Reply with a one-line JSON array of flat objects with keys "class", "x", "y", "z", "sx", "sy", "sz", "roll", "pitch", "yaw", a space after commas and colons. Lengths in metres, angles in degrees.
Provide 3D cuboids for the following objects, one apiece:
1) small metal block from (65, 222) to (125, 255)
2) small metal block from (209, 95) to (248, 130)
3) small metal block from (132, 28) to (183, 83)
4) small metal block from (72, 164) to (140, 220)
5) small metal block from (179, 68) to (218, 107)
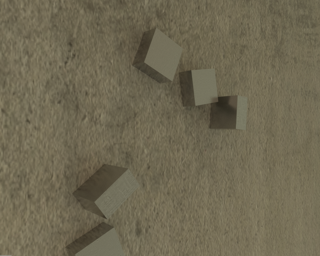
[{"class": "small metal block", "x": -0.070, "y": 0.143, "z": 0.348, "sx": 0.050, "sy": 0.025, "sz": 0.050, "roll": -27, "pitch": 108, "yaw": -37}, {"class": "small metal block", "x": 0.106, "y": -0.023, "z": 0.480, "sx": 0.025, "sy": 0.050, "sz": 0.050, "roll": 6, "pitch": 86, "yaw": -40}, {"class": "small metal block", "x": -0.002, "y": -0.093, "z": 0.405, "sx": 0.050, "sy": 0.025, "sz": 0.050, "roll": 28, "pitch": 72, "yaw": -37}, {"class": "small metal block", "x": -0.059, "y": 0.068, "z": 0.340, "sx": 0.050, "sy": 0.050, "sz": 0.025, "roll": -44, "pitch": 117, "yaw": -31}, {"class": "small metal block", "x": 0.057, "y": -0.060, "z": 0.455, "sx": 0.050, "sy": 0.025, "sz": 0.050, "roll": -13, "pitch": 98, "yaw": -40}]
